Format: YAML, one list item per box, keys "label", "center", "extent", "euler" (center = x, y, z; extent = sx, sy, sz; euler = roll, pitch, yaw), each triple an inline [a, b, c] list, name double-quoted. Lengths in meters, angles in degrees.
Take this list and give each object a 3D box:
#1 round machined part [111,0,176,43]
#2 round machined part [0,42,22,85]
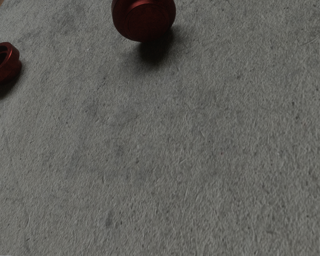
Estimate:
- label: "round machined part"
  center: [-0.023, -0.171, 0.475]
  extent: [0.098, 0.098, 0.042]
  euler: [-23, 53, 14]
- label: "round machined part"
  center: [-0.331, -0.128, 0.646]
  extent: [0.098, 0.042, 0.098]
  euler: [-13, 56, 21]
